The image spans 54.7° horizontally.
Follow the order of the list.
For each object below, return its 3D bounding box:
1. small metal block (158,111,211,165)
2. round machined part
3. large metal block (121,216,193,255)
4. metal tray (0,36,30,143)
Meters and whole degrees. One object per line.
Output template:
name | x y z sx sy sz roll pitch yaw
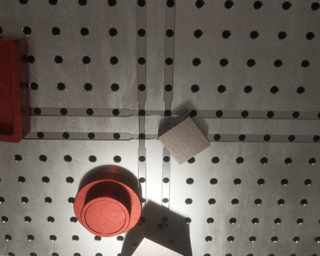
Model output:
small metal block | 0.032 0.014 0.419 0.050 0.025 0.050 -34 107 11
round machined part | -0.076 0.117 0.447 0.099 0.042 0.097 0 110 -1
large metal block | -0.007 0.194 0.472 0.080 0.050 0.080 29 107 -11
metal tray | -0.217 -0.050 0.389 0.091 0.030 0.129 6 110 -3
